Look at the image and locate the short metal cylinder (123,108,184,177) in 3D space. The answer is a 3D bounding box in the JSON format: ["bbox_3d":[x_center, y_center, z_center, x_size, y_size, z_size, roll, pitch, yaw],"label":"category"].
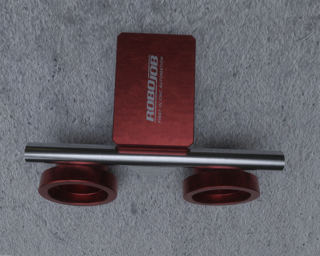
[{"bbox_3d":[-0.009,0.016,0.404,0.081,0.050,0.079,0,110,-1],"label":"short metal cylinder"}]

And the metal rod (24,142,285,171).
[{"bbox_3d":[-0.005,0.035,0.371,0.302,0.025,0.025,2,110,-2],"label":"metal rod"}]

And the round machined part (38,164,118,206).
[{"bbox_3d":[-0.105,0.068,0.408,0.099,0.042,0.098,-1,149,0],"label":"round machined part"}]

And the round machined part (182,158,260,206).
[{"bbox_3d":[0.079,0.071,0.411,0.099,0.042,0.098,0,153,0],"label":"round machined part"}]

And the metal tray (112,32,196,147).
[{"bbox_3d":[-0.006,-0.043,0.364,0.091,0.030,0.129,2,84,-2],"label":"metal tray"}]
